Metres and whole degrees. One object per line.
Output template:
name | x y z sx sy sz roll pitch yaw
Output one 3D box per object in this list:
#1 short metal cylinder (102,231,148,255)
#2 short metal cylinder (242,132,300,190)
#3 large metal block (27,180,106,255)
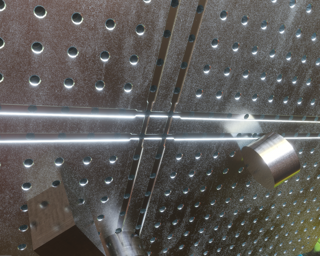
short metal cylinder | -0.060 0.213 0.494 0.081 0.050 0.079 -14 124 -21
short metal cylinder | 0.179 0.053 0.506 0.050 0.080 0.080 -28 128 -11
large metal block | -0.118 0.128 0.390 0.050 0.080 0.080 -31 129 -8
